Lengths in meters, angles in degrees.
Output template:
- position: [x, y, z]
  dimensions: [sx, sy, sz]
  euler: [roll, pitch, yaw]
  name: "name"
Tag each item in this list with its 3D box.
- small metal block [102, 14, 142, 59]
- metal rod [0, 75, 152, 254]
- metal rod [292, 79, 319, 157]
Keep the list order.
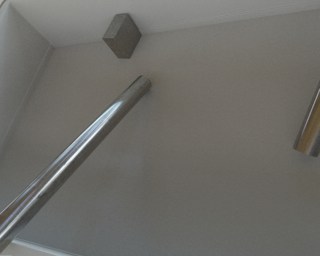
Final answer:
- position: [-0.062, -0.151, 0.513]
  dimensions: [0.025, 0.050, 0.050]
  euler: [11, 67, 32]
  name: "small metal block"
- position: [-0.087, 0.020, 0.356]
  dimensions: [0.025, 0.025, 0.301]
  euler: [3, 37, 29]
  name: "metal rod"
- position: [0.192, -0.115, 0.289]
  dimensions: [0.025, 0.025, 0.298]
  euler: [25, 103, 36]
  name: "metal rod"
